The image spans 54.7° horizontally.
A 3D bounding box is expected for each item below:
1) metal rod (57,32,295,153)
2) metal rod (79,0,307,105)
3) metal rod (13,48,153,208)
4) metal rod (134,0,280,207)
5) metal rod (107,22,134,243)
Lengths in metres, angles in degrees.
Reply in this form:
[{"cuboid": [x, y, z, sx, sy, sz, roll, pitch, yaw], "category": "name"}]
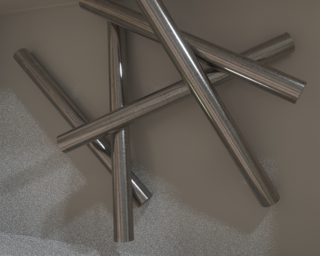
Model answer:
[{"cuboid": [0.013, -0.039, 0.376, 0.301, 0.025, 0.025, -24, 82, 7], "category": "metal rod"}, {"cuboid": [0.020, -0.104, 0.366, 0.300, 0.025, 0.025, 30, 100, 21], "category": "metal rod"}, {"cuboid": [-0.118, -0.008, 0.450, 0.025, 0.025, 0.300, -46, 76, 14], "category": "metal rod"}, {"cuboid": [0.050, -0.039, 0.347, 0.025, 0.025, 0.299, -31, 97, 17], "category": "metal rod"}, {"cuboid": [-0.053, -0.006, 0.410, 0.025, 0.025, 0.298, -6, 81, 19], "category": "metal rod"}]
